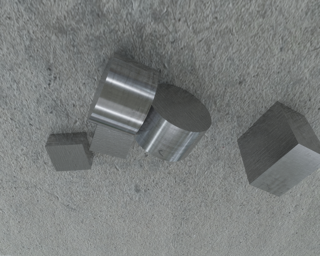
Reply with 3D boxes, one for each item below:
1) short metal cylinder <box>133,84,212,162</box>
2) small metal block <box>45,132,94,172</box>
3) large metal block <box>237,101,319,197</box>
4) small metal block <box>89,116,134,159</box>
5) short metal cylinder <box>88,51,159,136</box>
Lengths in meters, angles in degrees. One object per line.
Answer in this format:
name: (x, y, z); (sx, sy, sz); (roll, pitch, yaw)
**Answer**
short metal cylinder: (0.013, -0.007, 0.365); (0.080, 0.080, 0.050); (20, 127, -16)
small metal block: (-0.125, 0.034, 0.435); (0.050, 0.025, 0.050); (-4, 130, 3)
large metal block: (0.151, 0.027, 0.396); (0.050, 0.080, 0.080); (24, 126, -19)
small metal block: (-0.063, 0.011, 0.416); (0.050, 0.025, 0.050); (16, 128, -14)
short metal cylinder: (-0.042, -0.036, 0.340); (0.050, 0.080, 0.079); (21, 127, -17)
